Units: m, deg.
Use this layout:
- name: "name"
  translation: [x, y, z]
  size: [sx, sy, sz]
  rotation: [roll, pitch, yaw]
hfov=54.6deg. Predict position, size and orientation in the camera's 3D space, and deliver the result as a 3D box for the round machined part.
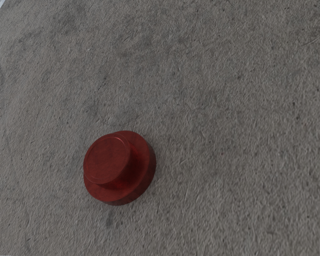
- name: "round machined part"
  translation: [-0.058, 0.046, 0.397]
  size: [0.098, 0.042, 0.098]
  rotation: [-13, 56, 21]
